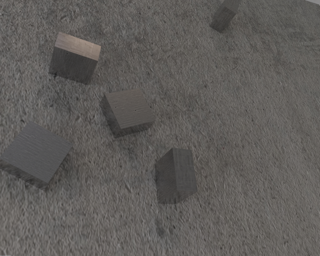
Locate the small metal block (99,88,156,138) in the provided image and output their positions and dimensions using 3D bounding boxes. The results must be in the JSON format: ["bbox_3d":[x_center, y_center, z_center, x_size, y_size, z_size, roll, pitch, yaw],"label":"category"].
[{"bbox_3d":[-0.041,-0.020,0.393,0.050,0.025,0.050,-15,70,-34],"label":"small metal block"}]

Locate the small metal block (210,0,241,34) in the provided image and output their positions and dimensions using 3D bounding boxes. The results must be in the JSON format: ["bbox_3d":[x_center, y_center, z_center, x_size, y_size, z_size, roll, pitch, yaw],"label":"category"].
[{"bbox_3d":[0.123,-0.217,0.586,0.025,0.050,0.050,30,52,-9],"label":"small metal block"}]

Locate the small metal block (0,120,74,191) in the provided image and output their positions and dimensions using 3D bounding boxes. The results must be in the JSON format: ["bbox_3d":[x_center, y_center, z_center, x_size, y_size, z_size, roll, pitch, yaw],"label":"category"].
[{"bbox_3d":[-0.126,0.028,0.318,0.050,0.025,0.050,31,52,-9],"label":"small metal block"}]

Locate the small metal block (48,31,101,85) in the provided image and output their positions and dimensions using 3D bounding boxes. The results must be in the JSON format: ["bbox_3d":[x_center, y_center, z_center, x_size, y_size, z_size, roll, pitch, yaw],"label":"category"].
[{"bbox_3d":[-0.106,-0.084,0.382,0.050,0.050,0.025,16,56,-19],"label":"small metal block"}]

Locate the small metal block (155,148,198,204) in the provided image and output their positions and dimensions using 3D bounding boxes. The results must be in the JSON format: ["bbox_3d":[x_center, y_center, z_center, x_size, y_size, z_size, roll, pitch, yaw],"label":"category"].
[{"bbox_3d":[0.017,0.057,0.362,0.025,0.050,0.050,9,58,-24],"label":"small metal block"}]
